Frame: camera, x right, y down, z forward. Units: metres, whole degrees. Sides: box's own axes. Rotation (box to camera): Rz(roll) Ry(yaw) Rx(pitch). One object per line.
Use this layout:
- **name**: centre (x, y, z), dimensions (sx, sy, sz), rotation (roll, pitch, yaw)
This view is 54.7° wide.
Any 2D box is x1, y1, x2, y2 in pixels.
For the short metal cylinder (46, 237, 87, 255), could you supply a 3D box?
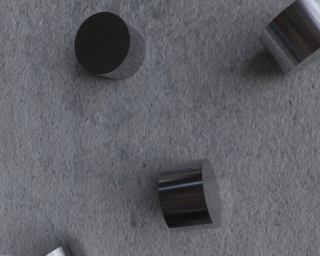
- **short metal cylinder**: centre (-0.139, 0.196, 0.427), dimensions (0.080, 0.080, 0.050), rotation (-36, 79, 16)

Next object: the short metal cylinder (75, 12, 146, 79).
- **short metal cylinder**: centre (-0.066, -0.108, 0.418), dimensions (0.080, 0.050, 0.079), rotation (0, 90, 19)

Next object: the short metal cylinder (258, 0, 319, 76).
- **short metal cylinder**: centre (0.153, -0.099, 0.326), dimensions (0.080, 0.080, 0.050), rotation (-36, 79, 16)

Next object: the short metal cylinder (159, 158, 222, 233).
- **short metal cylinder**: centre (0.037, 0.079, 0.366), dimensions (0.050, 0.080, 0.080), rotation (-13, 86, 19)
